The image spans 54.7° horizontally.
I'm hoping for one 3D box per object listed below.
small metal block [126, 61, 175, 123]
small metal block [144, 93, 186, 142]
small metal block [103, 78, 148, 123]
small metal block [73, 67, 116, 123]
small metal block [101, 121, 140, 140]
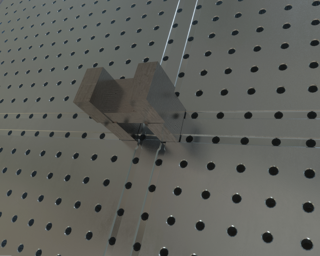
[{"bbox_3d":[-0.009,-0.040,0.354,0.025,0.050,0.050,1,62,29],"label":"small metal block"},{"bbox_3d":[0.008,-0.016,0.396,0.025,0.050,0.050,-1,62,28],"label":"small metal block"},{"bbox_3d":[-0.036,-0.034,0.383,0.050,0.025,0.050,1,62,28],"label":"small metal block"},{"bbox_3d":[-0.075,-0.040,0.389,0.025,0.050,0.050,1,62,29],"label":"small metal block"},{"bbox_3d":[-0.050,-0.017,0.426,0.025,0.050,0.050,1,62,28],"label":"small metal block"}]
